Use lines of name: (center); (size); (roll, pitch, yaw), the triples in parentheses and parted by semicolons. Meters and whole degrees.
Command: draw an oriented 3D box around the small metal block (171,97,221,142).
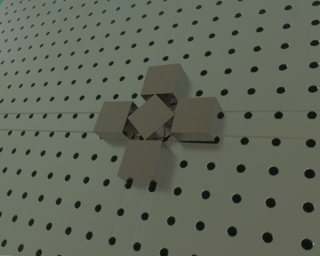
small metal block: (0.046, -0.010, 0.389); (0.050, 0.025, 0.050); (0, 62, 27)

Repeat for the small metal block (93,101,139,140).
small metal block: (-0.061, -0.011, 0.445); (0.050, 0.025, 0.050); (2, 62, 28)

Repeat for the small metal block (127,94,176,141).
small metal block: (-0.008, -0.010, 0.417); (0.050, 0.025, 0.050); (-41, 51, 0)

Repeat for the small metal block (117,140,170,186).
small metal block: (-0.020, 0.043, 0.391); (0.050, 0.025, 0.050); (1, 62, 28)

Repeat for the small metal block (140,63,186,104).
small metal block: (0.005, -0.062, 0.442); (0.050, 0.025, 0.050); (0, 61, 27)
